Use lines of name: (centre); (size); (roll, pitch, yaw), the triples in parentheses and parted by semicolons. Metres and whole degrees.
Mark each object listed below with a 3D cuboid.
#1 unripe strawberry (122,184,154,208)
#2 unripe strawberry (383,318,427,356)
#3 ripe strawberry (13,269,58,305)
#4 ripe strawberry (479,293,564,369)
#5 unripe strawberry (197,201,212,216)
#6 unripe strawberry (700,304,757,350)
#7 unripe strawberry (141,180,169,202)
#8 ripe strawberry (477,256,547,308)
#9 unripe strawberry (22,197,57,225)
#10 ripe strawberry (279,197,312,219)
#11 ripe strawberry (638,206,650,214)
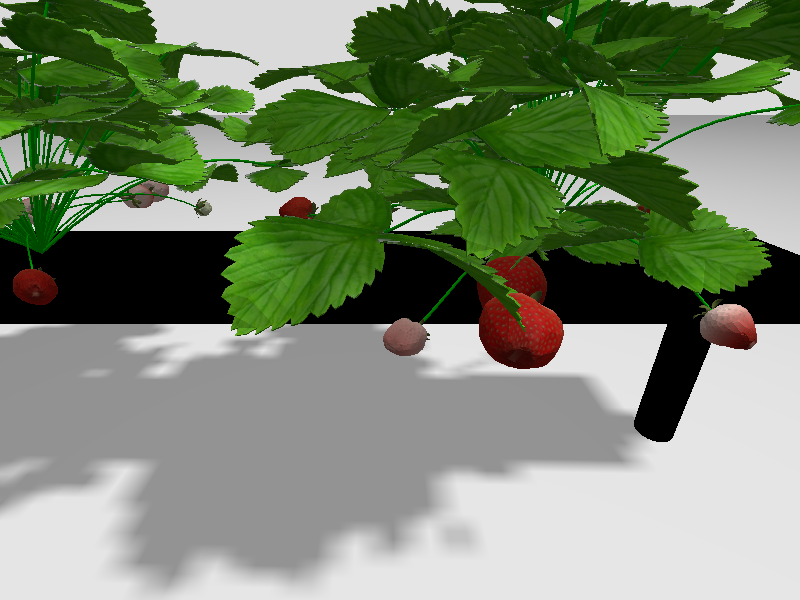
unripe strawberry: (-0.335, -0.134, 0.513); (0.036, 0.031, 0.036); (-1, 26, -1)
unripe strawberry: (0.002, 0.021, 0.215); (0.024, 0.021, 0.022); (17, 32, 31)
ripe strawberry: (-0.245, -0.008, 0.269); (0.022, 0.025, 0.024); (-20, 33, -34)
ripe strawberry: (0.061, 0.017, 0.204); (0.043, 0.037, 0.043); (9, 28, 17)
unripe strawberry: (-0.235, -0.110, 0.482); (0.016, 0.018, 0.018); (18, 18, 32)
unripe strawberry: (0.186, 0.016, 0.225); (0.024, 0.025, 0.026); (-11, 45, -20)
unripe strawberry: (-0.335, -0.152, 0.549); (0.036, 0.033, 0.033); (-1, 26, -1)
ripe strawberry: (0.067, -0.004, 0.246); (0.042, 0.044, 0.046); (10, 29, 20)
unripe strawberry: (-0.401, -0.100, 0.446); (0.035, 0.031, 0.032); (-19, 32, -33)
ripe strawberry: (-0.112, -0.092, 0.429); (0.038, 0.037, 0.035); (8, 28, 16)
ripe strawberry: (0.300, -0.112, 0.471); (0.033, 0.033, 0.036); (4, 19, -38)
